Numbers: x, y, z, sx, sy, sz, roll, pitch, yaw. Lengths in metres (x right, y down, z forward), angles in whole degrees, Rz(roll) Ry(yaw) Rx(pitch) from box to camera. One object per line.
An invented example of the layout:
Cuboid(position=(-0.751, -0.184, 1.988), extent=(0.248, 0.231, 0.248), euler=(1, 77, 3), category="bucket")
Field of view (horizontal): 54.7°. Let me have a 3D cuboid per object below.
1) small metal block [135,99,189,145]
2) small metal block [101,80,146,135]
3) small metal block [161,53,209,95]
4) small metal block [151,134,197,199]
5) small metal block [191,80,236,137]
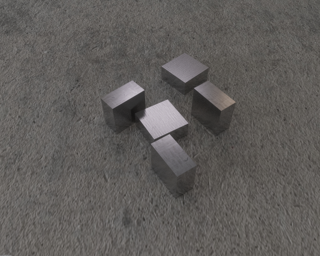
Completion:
Cuboid(position=(0.002, -0.005, 0.407), extent=(0.050, 0.025, 0.050), euler=(-25, 54, -20), category="small metal block")
Cuboid(position=(-0.047, -0.027, 0.409), extent=(0.050, 0.050, 0.025), euler=(-34, 58, -25), category="small metal block")
Cuboid(position=(0.038, -0.083, 0.473), extent=(0.050, 0.025, 0.050), euler=(-35, 58, -26), category="small metal block")
Cuboid(position=(0.014, 0.044, 0.350), extent=(0.025, 0.050, 0.050), euler=(-27, 55, -21), category="small metal block")
Cuboid(position=(0.069, -0.026, 0.409), extent=(0.025, 0.050, 0.050), euler=(-30, 56, -23), category="small metal block")
